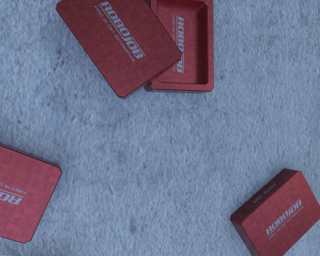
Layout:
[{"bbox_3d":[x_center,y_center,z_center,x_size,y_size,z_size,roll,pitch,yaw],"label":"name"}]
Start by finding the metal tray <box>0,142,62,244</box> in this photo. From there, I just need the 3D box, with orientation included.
[{"bbox_3d":[-0.187,0.061,0.337,0.131,0.030,0.090,25,82,-19],"label":"metal tray"}]

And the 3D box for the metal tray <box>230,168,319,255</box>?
[{"bbox_3d":[0.181,0.135,0.476,0.131,0.030,0.090,-35,102,-17],"label":"metal tray"}]

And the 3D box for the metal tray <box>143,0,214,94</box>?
[{"bbox_3d":[0.025,-0.113,0.416,0.091,0.030,0.129,-1,90,-21],"label":"metal tray"}]

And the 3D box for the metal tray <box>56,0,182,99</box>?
[{"bbox_3d":[-0.047,-0.111,0.368,0.090,0.030,0.130,-35,93,-4],"label":"metal tray"}]
